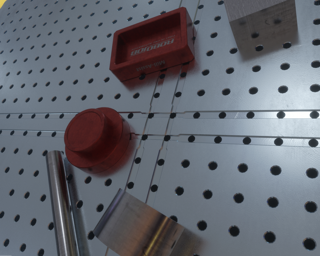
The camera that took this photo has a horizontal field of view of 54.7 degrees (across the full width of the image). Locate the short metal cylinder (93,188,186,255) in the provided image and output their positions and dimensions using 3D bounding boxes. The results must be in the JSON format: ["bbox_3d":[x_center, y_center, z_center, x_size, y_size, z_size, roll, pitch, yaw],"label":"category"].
[{"bbox_3d":[-0.021,0.104,0.320,0.080,0.080,0.050,22,74,36],"label":"short metal cylinder"}]

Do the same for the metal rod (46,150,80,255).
[{"bbox_3d":[-0.111,0.150,0.374,0.025,0.025,0.300,-31,52,9],"label":"metal rod"}]

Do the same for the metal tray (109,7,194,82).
[{"bbox_3d":[-0.014,-0.133,0.493,0.130,0.030,0.090,-13,56,21],"label":"metal tray"}]

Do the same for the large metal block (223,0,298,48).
[{"bbox_3d":[0.134,-0.168,0.425,0.080,0.050,0.080,-16,55,19],"label":"large metal block"}]

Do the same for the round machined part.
[{"bbox_3d":[-0.096,0.011,0.441,0.098,0.042,0.098,-13,56,21],"label":"round machined part"}]
